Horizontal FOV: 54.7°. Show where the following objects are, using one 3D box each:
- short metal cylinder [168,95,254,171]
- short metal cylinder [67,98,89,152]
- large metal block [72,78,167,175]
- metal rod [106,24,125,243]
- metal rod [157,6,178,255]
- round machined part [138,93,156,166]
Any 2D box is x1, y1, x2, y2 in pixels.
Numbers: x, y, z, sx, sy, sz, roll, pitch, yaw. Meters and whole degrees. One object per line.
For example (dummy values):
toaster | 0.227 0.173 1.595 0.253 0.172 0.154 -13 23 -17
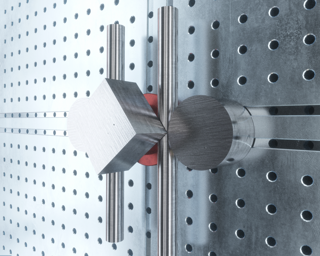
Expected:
short metal cylinder | 0.056 0.005 0.346 0.080 0.050 0.080 0 90 40
short metal cylinder | -0.097 -0.005 0.474 0.080 0.050 0.080 0 90 40
large metal block | -0.051 -0.001 0.374 0.080 0.050 0.080 -46 63 30
metal rod | -0.063 0.007 0.434 0.025 0.025 0.298 1 90 40
metal rod | 0.009 0.006 0.375 0.025 0.025 0.298 0 90 40
round machined part | -0.018 0.002 0.414 0.098 0.042 0.097 0 90 40
